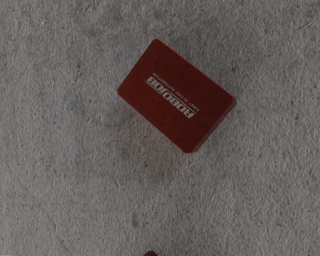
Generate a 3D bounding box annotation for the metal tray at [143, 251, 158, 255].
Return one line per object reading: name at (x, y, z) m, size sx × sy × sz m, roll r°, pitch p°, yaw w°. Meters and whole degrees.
metal tray at (-0.024, 0.243, 0.414) m, size 0.090 × 0.030 × 0.130 m, roll 41°, pitch 103°, yaw 15°

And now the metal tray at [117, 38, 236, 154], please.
metal tray at (0.020, -0.041, 0.399) m, size 0.130 × 0.030 × 0.090 m, roll 41°, pitch 103°, yaw 15°
